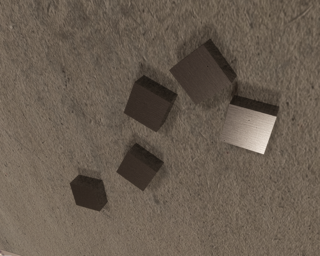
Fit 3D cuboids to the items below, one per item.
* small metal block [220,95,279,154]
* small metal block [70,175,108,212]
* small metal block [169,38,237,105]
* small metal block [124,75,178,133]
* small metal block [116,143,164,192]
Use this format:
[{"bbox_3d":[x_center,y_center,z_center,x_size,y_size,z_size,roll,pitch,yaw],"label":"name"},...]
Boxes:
[{"bbox_3d":[0.101,-0.004,0.351,0.050,0.025,0.050,18,125,17],"label":"small metal block"},{"bbox_3d":[-0.124,0.113,0.540,0.050,0.025,0.050,8,122,23],"label":"small metal block"},{"bbox_3d":[0.048,-0.061,0.343,0.050,0.025,0.050,-31,101,37],"label":"small metal block"},{"bbox_3d":[-0.012,-0.031,0.393,0.050,0.025,0.050,31,128,7],"label":"small metal block"},{"bbox_3d":[-0.030,0.058,0.457,0.050,0.025,0.050,35,129,4],"label":"small metal block"}]
